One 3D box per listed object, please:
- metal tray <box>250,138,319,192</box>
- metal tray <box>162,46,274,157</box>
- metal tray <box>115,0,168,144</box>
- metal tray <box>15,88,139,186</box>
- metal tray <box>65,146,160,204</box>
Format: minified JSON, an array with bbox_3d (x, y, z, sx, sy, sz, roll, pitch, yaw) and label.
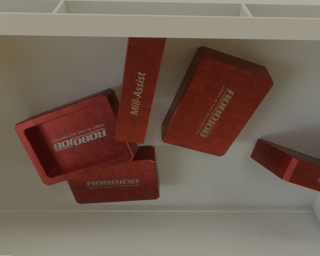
[{"bbox_3d":[0.200,0.057,0.415,0.131,0.090,0.030,18,100,-15],"label":"metal tray"},{"bbox_3d":[0.065,-0.026,0.384,0.091,0.030,0.129,15,129,-13],"label":"metal tray"},{"bbox_3d":[-0.021,-0.059,0.315,0.030,0.090,0.129,8,130,-7],"label":"metal tray"},{"bbox_3d":[-0.105,0.013,0.394,0.130,0.030,0.090,-18,105,14],"label":"metal tray"},{"bbox_3d":[-0.069,0.072,0.467,0.131,0.030,0.089,-4,130,3],"label":"metal tray"}]
